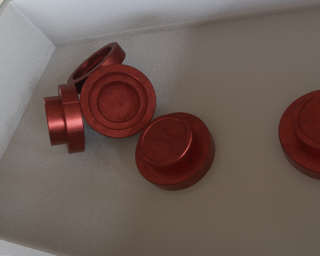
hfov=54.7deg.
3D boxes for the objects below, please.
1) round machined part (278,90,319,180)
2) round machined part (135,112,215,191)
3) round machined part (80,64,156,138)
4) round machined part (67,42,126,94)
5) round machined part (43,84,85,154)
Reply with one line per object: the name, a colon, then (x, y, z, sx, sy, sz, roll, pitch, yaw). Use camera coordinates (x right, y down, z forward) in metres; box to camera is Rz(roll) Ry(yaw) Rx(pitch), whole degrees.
round machined part: (0.169, 0.000, 0.306, 0.098, 0.042, 0.098, -13, 56, 20)
round machined part: (0.013, 0.022, 0.373, 0.098, 0.042, 0.098, -13, 56, 20)
round machined part: (-0.056, -0.034, 0.423, 0.099, 0.042, 0.097, 0, 86, -7)
round machined part: (-0.091, -0.085, 0.478, 0.098, 0.042, 0.098, -29, 30, 19)
round machined part: (-0.135, -0.012, 0.431, 0.042, 0.097, 0.098, -9, 49, -20)
